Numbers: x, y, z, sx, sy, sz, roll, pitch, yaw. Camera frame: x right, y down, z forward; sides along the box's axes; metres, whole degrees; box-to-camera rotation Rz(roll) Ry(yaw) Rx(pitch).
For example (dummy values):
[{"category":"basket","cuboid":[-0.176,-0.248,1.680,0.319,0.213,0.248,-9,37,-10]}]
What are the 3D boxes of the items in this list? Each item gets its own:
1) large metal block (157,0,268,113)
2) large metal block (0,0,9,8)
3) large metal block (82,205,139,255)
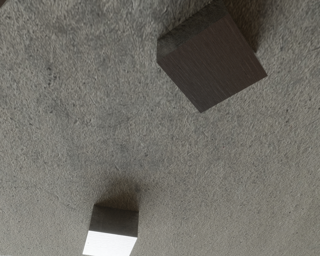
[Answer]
[{"category":"large metal block","cuboid":[0.053,-0.075,0.328,0.080,0.050,0.080,-30,124,23]},{"category":"large metal block","cuboid":[-0.113,-0.150,0.242,0.080,0.080,0.050,-34,123,25]},{"category":"large metal block","cuboid":[-0.087,0.186,0.548,0.081,0.050,0.079,12,129,-11]}]
